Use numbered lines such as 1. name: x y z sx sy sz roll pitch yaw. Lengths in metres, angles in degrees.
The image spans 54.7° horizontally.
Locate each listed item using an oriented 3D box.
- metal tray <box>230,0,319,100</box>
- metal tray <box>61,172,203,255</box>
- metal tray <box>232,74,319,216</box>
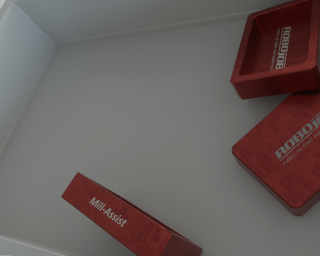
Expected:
1. metal tray: 0.141 -0.096 0.364 0.090 0.030 0.130 -6 49 37
2. metal tray: -0.029 0.097 0.319 0.130 0.090 0.030 22 74 36
3. metal tray: 0.152 0.012 0.315 0.130 0.030 0.090 -42 51 -1
